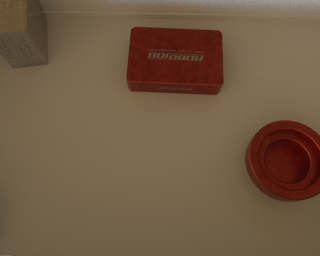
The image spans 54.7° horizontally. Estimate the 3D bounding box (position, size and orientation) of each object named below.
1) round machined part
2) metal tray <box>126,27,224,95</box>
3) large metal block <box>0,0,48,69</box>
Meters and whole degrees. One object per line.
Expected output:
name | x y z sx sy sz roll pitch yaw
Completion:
round machined part | 0.156 0.043 0.387 0.099 0.042 0.098 0 70 -1
metal tray | 0.022 -0.096 0.442 0.131 0.030 0.090 3 70 0
large metal block | -0.195 -0.140 0.429 0.050 0.080 0.080 -8 70 -3
